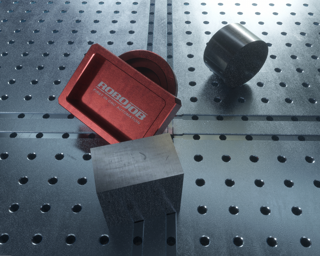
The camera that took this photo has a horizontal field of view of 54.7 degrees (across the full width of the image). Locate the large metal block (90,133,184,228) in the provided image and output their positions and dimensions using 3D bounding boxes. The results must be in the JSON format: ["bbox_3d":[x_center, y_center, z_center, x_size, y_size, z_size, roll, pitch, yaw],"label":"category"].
[{"bbox_3d":[-0.023,0.056,0.324,0.081,0.080,0.050,-11,51,-9],"label":"large metal block"}]

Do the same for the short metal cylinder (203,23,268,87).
[{"bbox_3d":[0.113,-0.108,0.463,0.081,0.080,0.050,-23,54,-18],"label":"short metal cylinder"}]

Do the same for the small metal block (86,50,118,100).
[{"bbox_3d":[-0.085,-0.077,0.451,0.025,0.050,0.050,-18,44,-15],"label":"small metal block"}]

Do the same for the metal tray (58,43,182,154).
[{"bbox_3d":[-0.051,-0.032,0.383,0.130,0.030,0.090,36,98,14],"label":"metal tray"}]

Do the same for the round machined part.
[{"bbox_3d":[-0.024,-0.052,0.419,0.098,0.042,0.097,0,91,10],"label":"round machined part"}]
